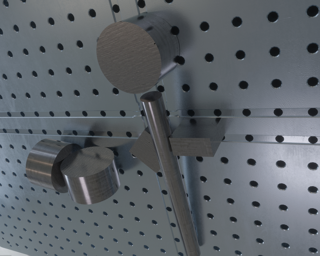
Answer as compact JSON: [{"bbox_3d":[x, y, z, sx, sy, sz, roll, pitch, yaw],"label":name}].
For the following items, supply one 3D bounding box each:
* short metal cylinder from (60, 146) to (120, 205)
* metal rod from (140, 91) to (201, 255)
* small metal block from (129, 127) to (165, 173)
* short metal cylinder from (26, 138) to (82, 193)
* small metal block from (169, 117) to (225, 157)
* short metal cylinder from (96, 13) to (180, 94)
[{"bbox_3d":[-0.105,0.071,0.475,0.080,0.080,0.050,6,121,25],"label":"short metal cylinder"},{"bbox_3d":[0.022,0.085,0.428,0.025,0.025,0.298,4,128,26],"label":"metal rod"},{"bbox_3d":[-0.008,0.027,0.432,0.050,0.025,0.050,38,129,2],"label":"small metal block"},{"bbox_3d":[-0.166,0.060,0.500,0.050,0.080,0.079,10,123,23],"label":"short metal cylinder"},{"bbox_3d":[0.046,0.010,0.377,0.050,0.050,0.025,-1,118,28],"label":"small metal block"},{"bbox_3d":[-0.024,-0.086,0.354,0.080,0.050,0.079,13,123,21],"label":"short metal cylinder"}]
